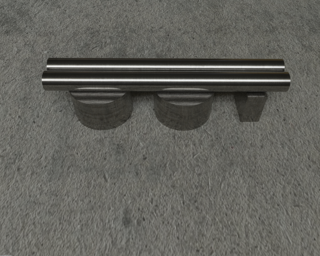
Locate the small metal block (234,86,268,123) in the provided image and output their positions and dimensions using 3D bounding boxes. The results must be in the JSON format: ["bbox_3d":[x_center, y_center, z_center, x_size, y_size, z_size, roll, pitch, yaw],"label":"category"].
[{"bbox_3d":[0.123,-0.042,0.426,0.025,0.050,0.050,-1,50,-1],"label":"small metal block"}]

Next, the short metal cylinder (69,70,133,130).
[{"bbox_3d":[-0.079,-0.043,0.423,0.081,0.050,0.080,0,50,0],"label":"short metal cylinder"}]

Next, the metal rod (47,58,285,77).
[{"bbox_3d":[0.008,-0.079,0.405,0.302,0.025,0.025,0,50,0],"label":"metal rod"}]

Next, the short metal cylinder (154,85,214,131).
[{"bbox_3d":[0.032,-0.042,0.424,0.081,0.050,0.080,0,50,0],"label":"short metal cylinder"}]

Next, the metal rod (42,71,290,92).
[{"bbox_3d":[0.008,-0.058,0.388,0.302,0.025,0.025,0,50,0],"label":"metal rod"}]
